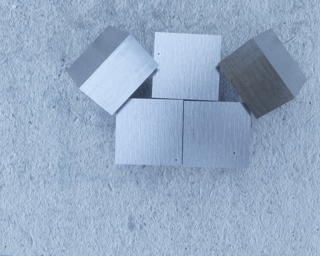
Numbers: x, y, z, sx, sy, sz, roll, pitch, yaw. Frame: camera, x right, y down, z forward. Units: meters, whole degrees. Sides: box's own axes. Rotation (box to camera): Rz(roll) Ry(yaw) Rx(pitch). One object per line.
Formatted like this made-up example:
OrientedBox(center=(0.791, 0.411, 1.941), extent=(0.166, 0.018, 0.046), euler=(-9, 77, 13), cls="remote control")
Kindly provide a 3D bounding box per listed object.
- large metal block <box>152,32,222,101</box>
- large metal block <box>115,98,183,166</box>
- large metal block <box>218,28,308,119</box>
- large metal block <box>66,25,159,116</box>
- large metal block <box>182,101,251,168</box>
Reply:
OrientedBox(center=(0.032, -0.075, 0.399), extent=(0.081, 0.050, 0.079), euler=(3, 90, -1), cls="large metal block")
OrientedBox(center=(-0.013, 0.004, 0.398), extent=(0.081, 0.050, 0.079), euler=(1, 90, -1), cls="large metal block")
OrientedBox(center=(0.128, -0.069, 0.379), extent=(0.050, 0.080, 0.080), euler=(-35, 90, 40), cls="large metal block")
OrientedBox(center=(-0.060, -0.073, 0.376), extent=(0.080, 0.080, 0.050), euler=(-47, 125, 0), cls="large metal block")
OrientedBox(center=(0.068, 0.008, 0.398), extent=(0.081, 0.050, 0.079), euler=(1, 90, -1), cls="large metal block")
